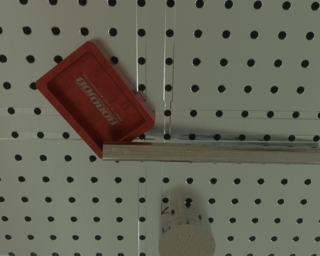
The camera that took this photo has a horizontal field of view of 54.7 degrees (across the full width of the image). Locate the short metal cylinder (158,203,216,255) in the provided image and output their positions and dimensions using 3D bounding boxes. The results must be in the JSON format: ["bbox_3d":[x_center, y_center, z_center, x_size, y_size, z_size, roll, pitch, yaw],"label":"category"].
[{"bbox_3d":[0.038,0.160,0.460,0.081,0.050,0.079,0,110,-1],"label":"short metal cylinder"}]

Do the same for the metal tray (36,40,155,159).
[{"bbox_3d":[-0.078,-0.034,0.396,0.090,0.030,0.130,-35,107,11],"label":"metal tray"}]

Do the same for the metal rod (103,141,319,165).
[{"bbox_3d":[0.078,0.034,0.409,0.302,0.025,0.025,2,110,-8],"label":"metal rod"}]
